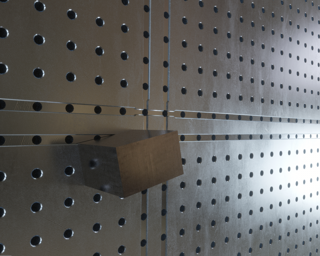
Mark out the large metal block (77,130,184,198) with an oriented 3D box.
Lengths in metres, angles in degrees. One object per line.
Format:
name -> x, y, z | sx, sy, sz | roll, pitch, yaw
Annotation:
large metal block -> -0.033, 0.034, 0.347 | 0.081, 0.080, 0.050 | -14, 100, -39
